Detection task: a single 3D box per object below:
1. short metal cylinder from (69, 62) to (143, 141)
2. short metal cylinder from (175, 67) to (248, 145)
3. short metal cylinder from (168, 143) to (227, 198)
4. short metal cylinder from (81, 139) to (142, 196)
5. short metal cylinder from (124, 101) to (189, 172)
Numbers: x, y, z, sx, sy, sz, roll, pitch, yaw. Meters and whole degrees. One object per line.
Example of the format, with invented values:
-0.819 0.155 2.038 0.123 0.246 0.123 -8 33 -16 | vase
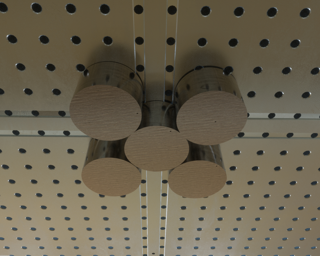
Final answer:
-0.061 -0.031 0.367 0.081 0.050 0.079 0 130 0 | short metal cylinder
0.059 -0.025 0.372 0.081 0.050 0.079 0 130 0 | short metal cylinder
0.051 0.056 0.443 0.081 0.050 0.079 0 130 0 | short metal cylinder
-0.065 0.052 0.437 0.081 0.050 0.079 0 130 0 | short metal cylinder
-0.004 0.012 0.404 0.081 0.050 0.079 0 130 0 | short metal cylinder
